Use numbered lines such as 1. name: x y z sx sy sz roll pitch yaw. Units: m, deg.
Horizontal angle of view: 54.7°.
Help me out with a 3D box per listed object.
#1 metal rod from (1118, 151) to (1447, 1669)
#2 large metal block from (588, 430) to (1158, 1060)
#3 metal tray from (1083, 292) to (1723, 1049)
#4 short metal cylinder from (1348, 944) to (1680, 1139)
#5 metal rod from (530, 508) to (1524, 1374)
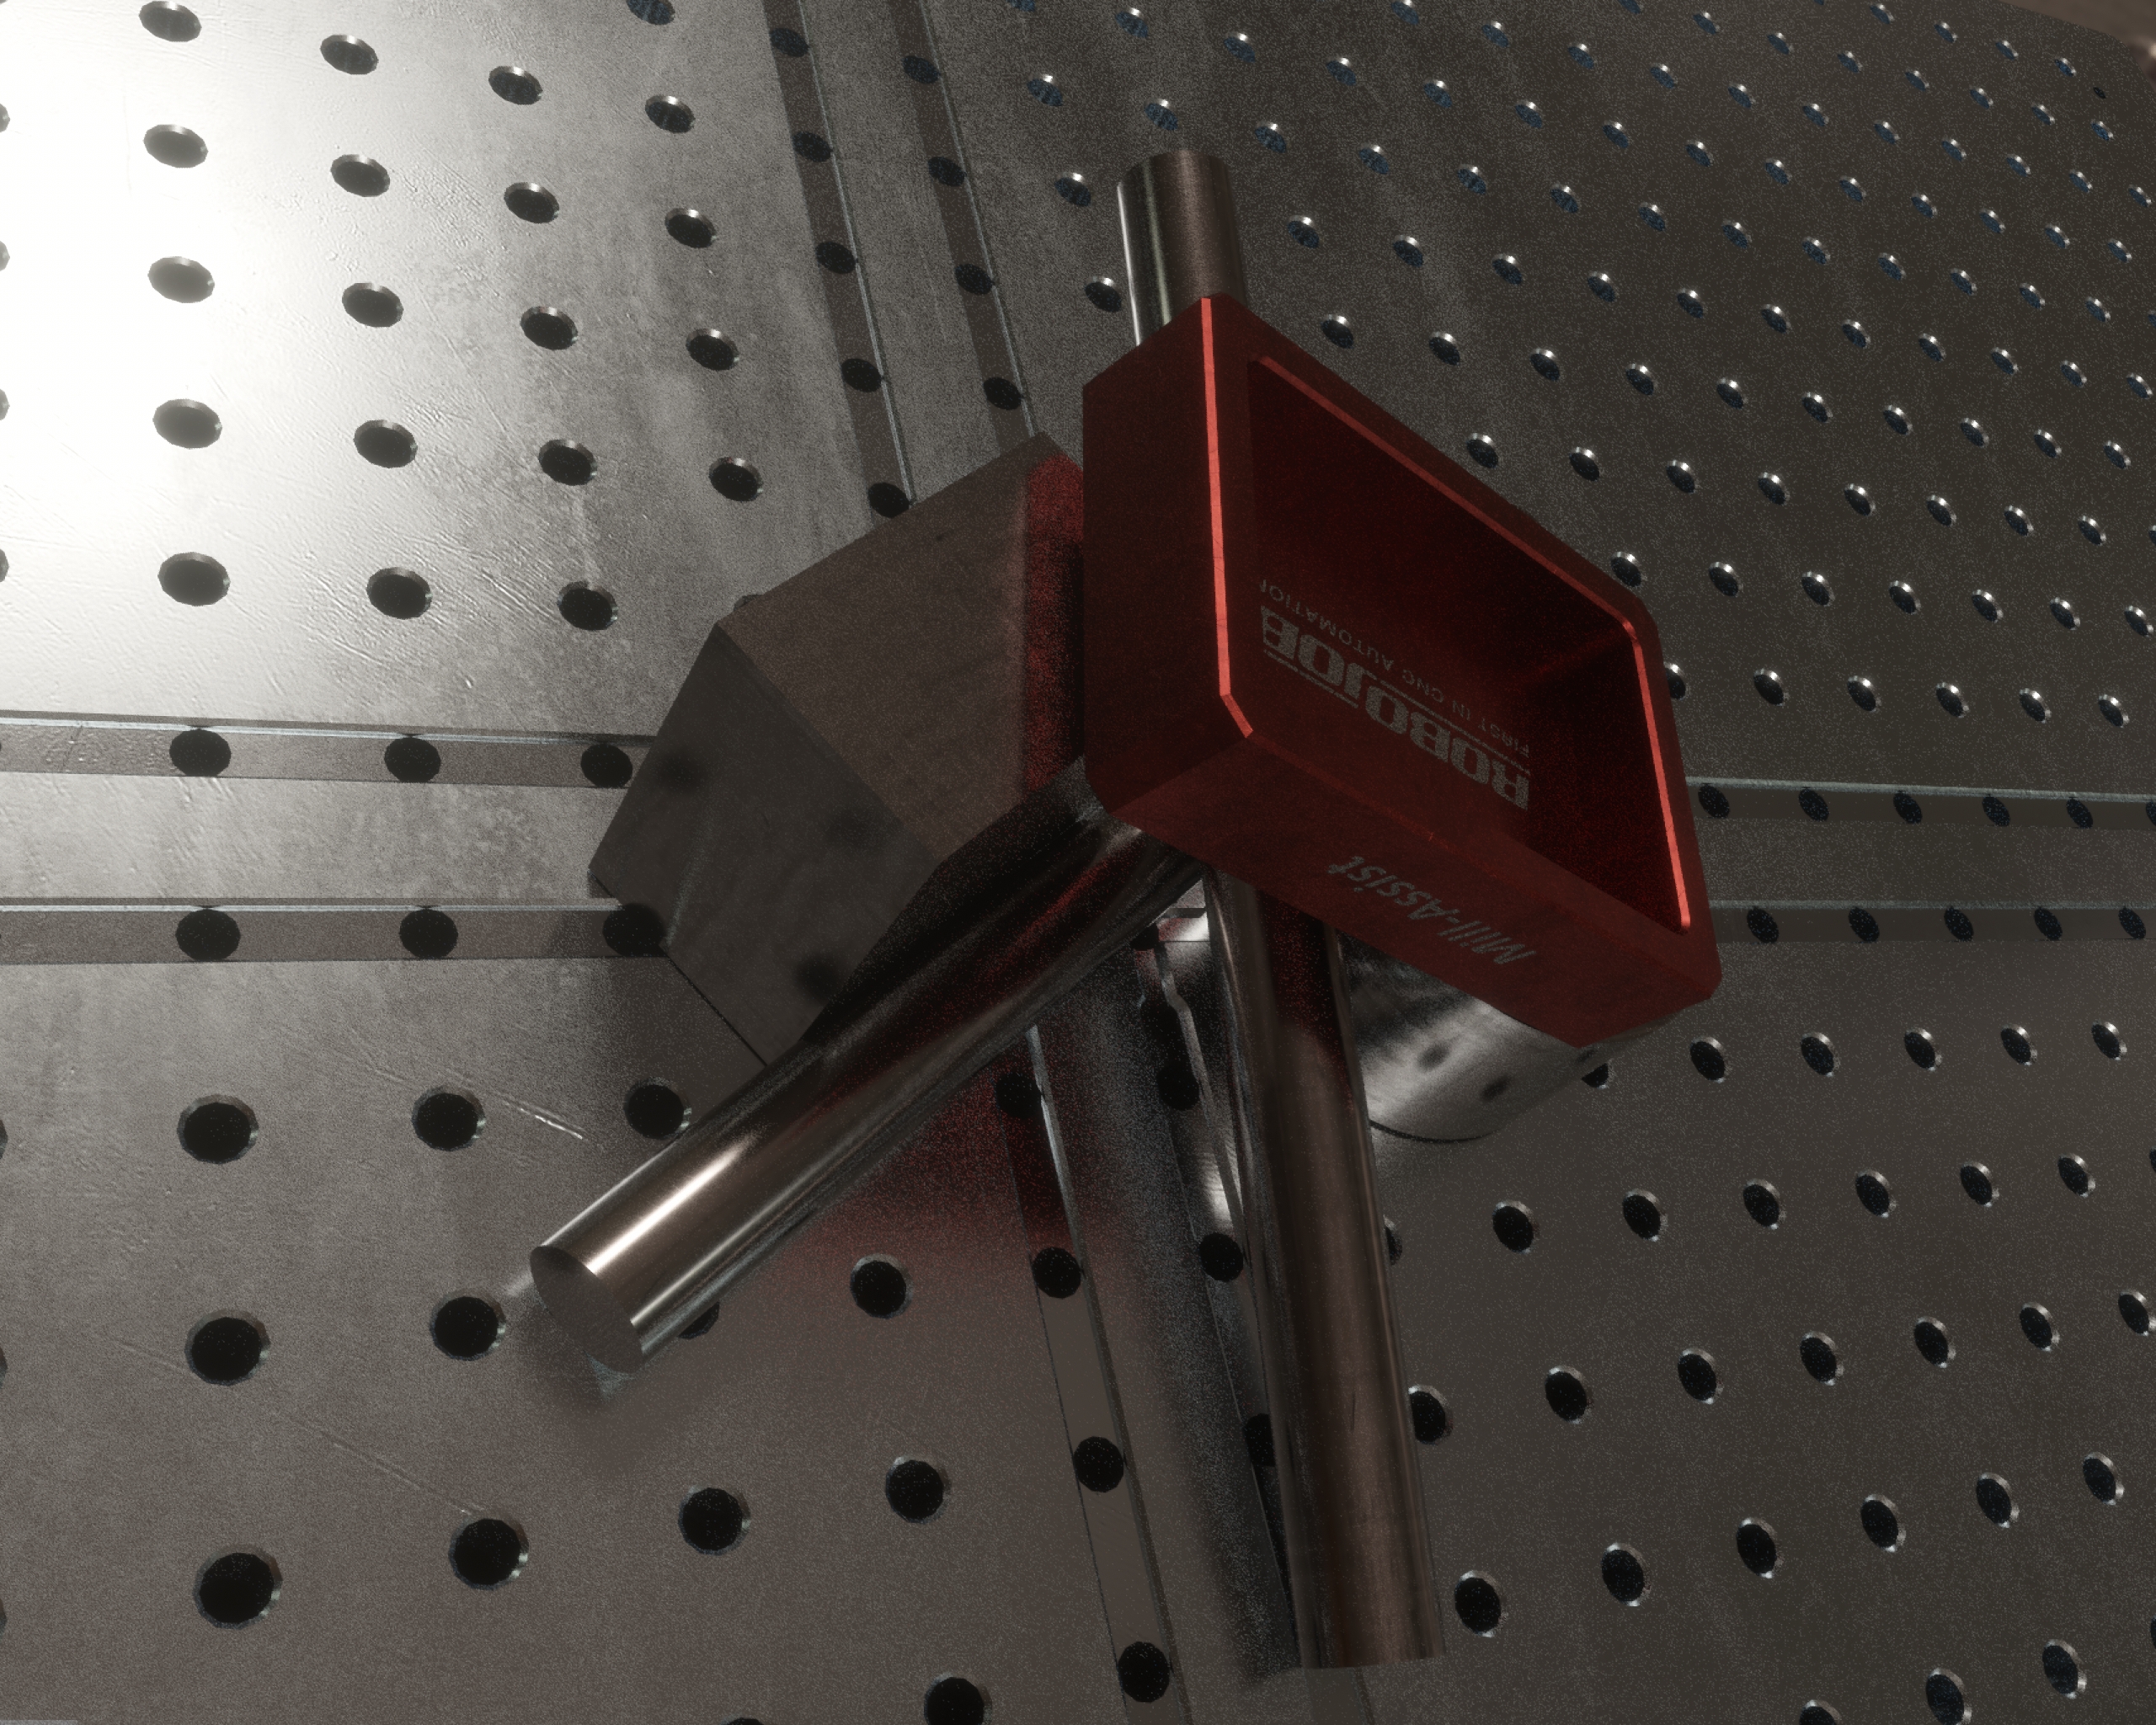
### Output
1. metal rod: 0.036 -0.005 0.403 0.025 0.025 0.299 4 69 -27
2. large metal block: -0.030 -0.019 0.369 0.050 0.080 0.080 47 51 4
3. metal tray: 0.058 -0.030 0.366 0.131 0.030 0.090 26 50 -36
4. short metal cylinder: 0.081 0.011 0.430 0.081 0.050 0.080 14 56 -21
5. metal rod: 0.014 -0.004 0.420 0.025 0.025 0.302 47 51 4
